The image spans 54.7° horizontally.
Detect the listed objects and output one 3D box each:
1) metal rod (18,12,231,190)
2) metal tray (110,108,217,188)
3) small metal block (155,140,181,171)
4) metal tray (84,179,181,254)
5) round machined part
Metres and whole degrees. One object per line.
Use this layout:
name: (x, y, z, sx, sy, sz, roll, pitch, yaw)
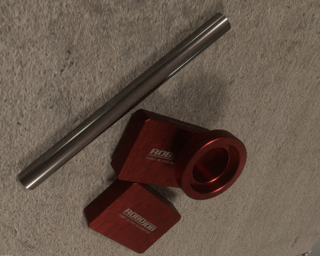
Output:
metal rod: (-0.040, -0.033, 0.365, 0.300, 0.025, 0.025, -39, 130, -2)
metal tray: (0.010, 0.033, 0.422, 0.131, 0.030, 0.089, 15, 110, -35)
small metal block: (0.019, 0.034, 0.441, 0.050, 0.025, 0.050, 10, 114, -33)
metal tray: (-0.037, 0.130, 0.466, 0.090, 0.030, 0.130, -42, 130, 1)
round machined part: (0.062, 0.044, 0.410, 0.099, 0.042, 0.097, -14, 124, -22)
